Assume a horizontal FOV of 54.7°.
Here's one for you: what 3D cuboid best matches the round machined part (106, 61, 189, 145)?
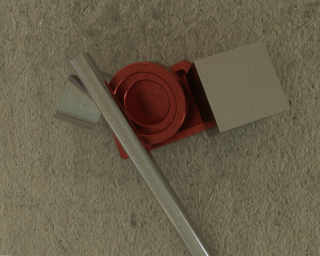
[{"bbox_3d":[-0.013,-0.032,0.379,0.098,0.042,0.097,4,106,14],"label":"round machined part"}]

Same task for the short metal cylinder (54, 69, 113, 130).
[{"bbox_3d":[-0.101,-0.042,0.408,0.050,0.080,0.080,20,98,-18],"label":"short metal cylinder"}]

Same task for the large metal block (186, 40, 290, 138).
[{"bbox_3d":[0.084,-0.041,0.349,0.081,0.050,0.080,-18,83,-8],"label":"large metal block"}]

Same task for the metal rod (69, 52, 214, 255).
[{"bbox_3d":[-0.014,0.048,0.368,0.025,0.025,0.299,-29,98,17],"label":"metal rod"}]

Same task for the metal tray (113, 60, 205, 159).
[{"bbox_3d":[-0.003,-0.021,0.408,0.130,0.030,0.090,-22,83,18],"label":"metal tray"}]
